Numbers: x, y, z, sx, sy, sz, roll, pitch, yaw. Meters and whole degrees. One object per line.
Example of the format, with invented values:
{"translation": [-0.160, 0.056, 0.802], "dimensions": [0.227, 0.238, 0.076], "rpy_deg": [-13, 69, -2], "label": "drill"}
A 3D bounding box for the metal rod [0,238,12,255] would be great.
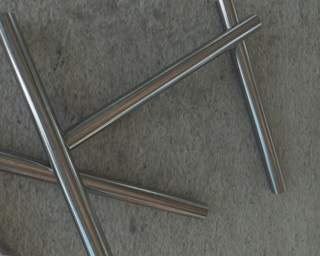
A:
{"translation": [-0.190, 0.126, 0.339], "dimensions": [0.025, 0.025, 0.299], "rpy_deg": [-30, 100, -18], "label": "metal rod"}

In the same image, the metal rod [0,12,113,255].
{"translation": [-0.118, 0.016, 0.344], "dimensions": [0.025, 0.025, 0.299], "rpy_deg": [-22, 90, -19], "label": "metal rod"}

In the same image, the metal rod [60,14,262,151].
{"translation": [0.009, -0.064, 0.398], "dimensions": [0.301, 0.025, 0.025], "rpy_deg": [-34, 102, -12], "label": "metal rod"}

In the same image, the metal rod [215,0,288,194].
{"translation": [0.138, -0.044, 0.461], "dimensions": [0.025, 0.025, 0.298], "rpy_deg": [-21, 97, -19], "label": "metal rod"}

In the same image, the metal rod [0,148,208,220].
{"translation": [-0.074, 0.070, 0.382], "dimensions": [0.302, 0.025, 0.025], "rpy_deg": [19, 84, -20], "label": "metal rod"}
